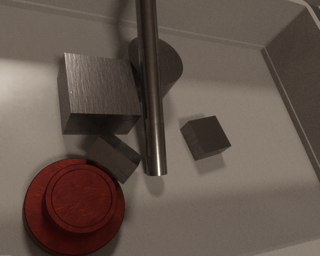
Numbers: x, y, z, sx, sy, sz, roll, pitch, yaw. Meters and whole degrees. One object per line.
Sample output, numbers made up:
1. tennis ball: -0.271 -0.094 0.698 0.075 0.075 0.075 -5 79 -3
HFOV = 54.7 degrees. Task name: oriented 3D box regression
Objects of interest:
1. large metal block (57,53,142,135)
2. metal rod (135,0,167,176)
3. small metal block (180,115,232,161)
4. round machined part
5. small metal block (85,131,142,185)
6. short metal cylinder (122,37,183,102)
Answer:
1. large metal block: -0.075 -0.039 0.374 0.081 0.050 0.080 1 62 -28
2. metal rod: -0.013 -0.093 0.376 0.025 0.025 0.298 -3 89 -30
3. small metal block: 0.064 0.014 0.434 0.050 0.025 0.050 -12 68 -33
4. round machined part: -0.081 0.074 0.307 0.099 0.042 0.098 14 56 -21
5. small metal block: -0.049 0.031 0.343 0.050 0.025 0.050 38 6 -3
6. short metal cylinder: -0.015 -0.081 0.432 0.081 0.050 0.080 14 56 -21
